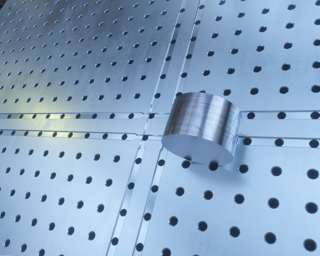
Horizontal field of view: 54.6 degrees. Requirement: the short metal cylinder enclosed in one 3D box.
[{"bbox_3d":[0.047,0.003,0.347,0.080,0.080,0.050,4,64,30],"label":"short metal cylinder"}]
